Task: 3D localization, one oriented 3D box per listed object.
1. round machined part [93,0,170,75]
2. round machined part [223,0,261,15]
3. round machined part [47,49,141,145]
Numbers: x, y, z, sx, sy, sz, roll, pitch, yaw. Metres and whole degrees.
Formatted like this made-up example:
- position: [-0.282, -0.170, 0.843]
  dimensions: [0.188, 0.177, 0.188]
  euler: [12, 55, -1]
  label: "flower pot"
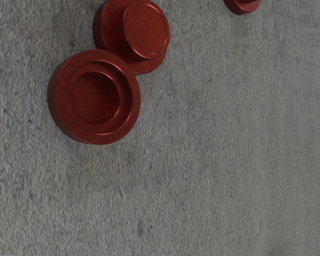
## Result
- position: [-0.026, -0.114, 0.371]
  dimensions: [0.099, 0.042, 0.097]
  euler: [0, 90, -40]
  label: "round machined part"
- position: [0.144, -0.242, 0.513]
  dimensions: [0.099, 0.042, 0.097]
  euler: [0, 90, -40]
  label: "round machined part"
- position: [-0.073, -0.031, 0.333]
  dimensions: [0.099, 0.042, 0.097]
  euler: [0, 90, -40]
  label: "round machined part"
